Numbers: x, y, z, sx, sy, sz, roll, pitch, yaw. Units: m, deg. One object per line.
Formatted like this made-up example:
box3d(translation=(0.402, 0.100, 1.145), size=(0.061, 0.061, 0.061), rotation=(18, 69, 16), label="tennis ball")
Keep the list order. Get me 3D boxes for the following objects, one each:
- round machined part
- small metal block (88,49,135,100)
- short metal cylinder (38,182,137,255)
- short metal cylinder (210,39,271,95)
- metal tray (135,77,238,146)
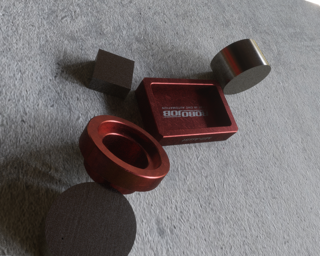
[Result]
box3d(translation=(-0.042, 0.033, 0.333), size=(0.098, 0.042, 0.098), rotation=(29, 23, -13), label="round machined part")
box3d(translation=(-0.064, -0.071, 0.413), size=(0.050, 0.025, 0.050), rotation=(16, 55, -19), label="small metal block")
box3d(translation=(-0.069, 0.097, 0.291), size=(0.081, 0.050, 0.080), rotation=(14, 56, -21), label="short metal cylinder")
box3d(translation=(0.128, -0.096, 0.496), size=(0.081, 0.080, 0.050), rotation=(-10, 67, -32), label="short metal cylinder")
box3d(translation=(0.038, -0.024, 0.435), size=(0.131, 0.030, 0.090), rotation=(-3, 63, -30), label="metal tray")
